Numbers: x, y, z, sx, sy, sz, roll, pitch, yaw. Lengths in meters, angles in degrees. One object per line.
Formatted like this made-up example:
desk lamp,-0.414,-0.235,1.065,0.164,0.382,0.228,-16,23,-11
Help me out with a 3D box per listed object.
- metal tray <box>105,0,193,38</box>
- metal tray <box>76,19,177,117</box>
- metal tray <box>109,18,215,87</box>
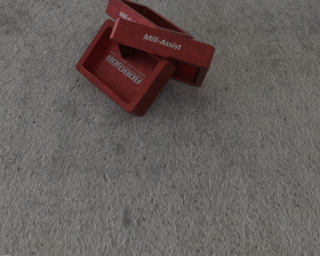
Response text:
metal tray,-0.019,-0.173,0.517,0.091,0.030,0.130,-7,42,-48
metal tray,-0.052,-0.087,0.441,0.130,0.030,0.090,39,98,28
metal tray,0.003,-0.100,0.428,0.131,0.090,0.030,18,82,3
